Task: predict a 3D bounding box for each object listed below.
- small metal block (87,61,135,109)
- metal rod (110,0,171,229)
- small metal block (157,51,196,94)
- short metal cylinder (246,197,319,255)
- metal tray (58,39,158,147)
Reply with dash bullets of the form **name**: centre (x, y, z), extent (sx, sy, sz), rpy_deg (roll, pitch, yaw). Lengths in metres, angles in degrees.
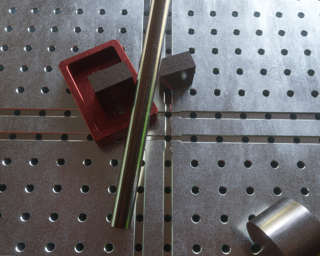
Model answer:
- **small metal block**: centre (-0.062, -0.055, 0.404), extent (0.050, 0.050, 0.025), rpy_deg (-25, 72, -9)
- **metal rod**: centre (-0.022, -0.029, 0.385), extent (0.025, 0.025, 0.298), rpy_deg (10, 84, 3)
- **small metal block**: centre (0.019, -0.076, 0.426), extent (0.050, 0.050, 0.025), rpy_deg (-17, 71, -7)
- **short metal cylinder**: centre (0.141, 0.124, 0.339), extent (0.050, 0.080, 0.080), rpy_deg (-31, 73, -11)
- **metal tray**: centre (-0.071, -0.050, 0.426), extent (0.091, 0.030, 0.130), rpy_deg (-26, 72, -10)
